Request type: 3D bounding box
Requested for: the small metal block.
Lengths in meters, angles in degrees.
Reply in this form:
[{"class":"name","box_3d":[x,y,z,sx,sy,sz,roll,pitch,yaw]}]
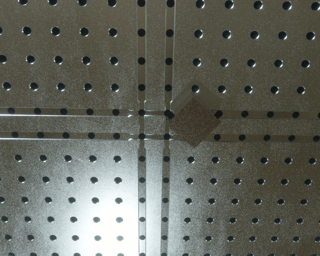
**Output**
[{"class":"small metal block","box_3d":[0.044,-0.010,0.410,0.050,0.025,0.050,39,105,-14]}]
